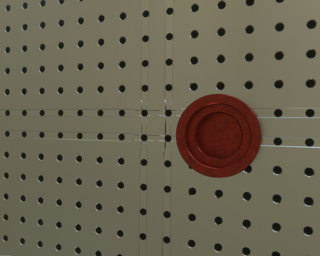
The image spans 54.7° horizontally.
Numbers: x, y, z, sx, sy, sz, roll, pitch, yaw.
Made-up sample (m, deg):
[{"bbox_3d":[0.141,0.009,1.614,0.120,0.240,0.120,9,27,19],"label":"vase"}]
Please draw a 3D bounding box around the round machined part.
[{"bbox_3d":[0.072,0.009,0.378,0.098,0.042,0.097,0,90,19],"label":"round machined part"}]
